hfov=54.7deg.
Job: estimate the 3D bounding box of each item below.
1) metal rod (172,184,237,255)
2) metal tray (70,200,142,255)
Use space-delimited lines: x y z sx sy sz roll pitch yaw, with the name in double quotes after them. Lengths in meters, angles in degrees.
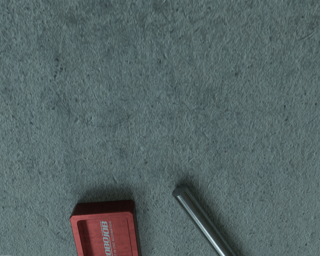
0.110 0.206 0.486 0.025 0.025 0.299 -32 107 11 "metal rod"
-0.078 0.175 0.470 0.091 0.030 0.129 -5 110 1 "metal tray"
